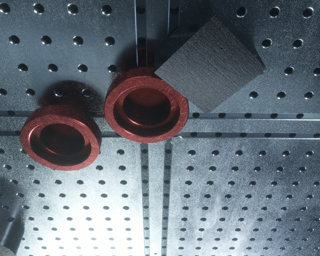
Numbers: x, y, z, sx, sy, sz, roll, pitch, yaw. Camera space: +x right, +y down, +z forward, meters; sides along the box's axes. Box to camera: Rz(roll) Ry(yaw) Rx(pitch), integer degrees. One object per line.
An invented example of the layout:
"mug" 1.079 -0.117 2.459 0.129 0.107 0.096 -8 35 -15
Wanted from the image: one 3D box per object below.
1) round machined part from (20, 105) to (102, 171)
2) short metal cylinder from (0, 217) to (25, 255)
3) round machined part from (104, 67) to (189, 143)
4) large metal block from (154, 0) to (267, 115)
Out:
"round machined part" -0.126 0.008 0.406 0.099 0.042 0.097 0 130 0
"short metal cylinder" -0.299 0.208 0.569 0.081 0.050 0.079 0 130 0
"round machined part" -0.016 -0.031 0.374 0.099 0.042 0.097 0 130 0
"large metal block" 0.051 -0.074 0.332 0.080 0.050 0.080 35 121 -26
